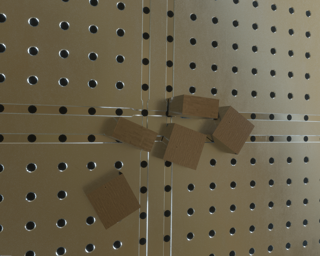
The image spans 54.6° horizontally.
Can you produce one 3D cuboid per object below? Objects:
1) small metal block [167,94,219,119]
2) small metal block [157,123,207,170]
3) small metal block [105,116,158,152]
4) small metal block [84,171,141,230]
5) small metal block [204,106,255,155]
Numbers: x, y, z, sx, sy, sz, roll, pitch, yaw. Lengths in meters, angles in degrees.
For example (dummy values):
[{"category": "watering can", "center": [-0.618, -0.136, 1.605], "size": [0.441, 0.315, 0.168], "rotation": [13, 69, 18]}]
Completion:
[{"category": "small metal block", "center": [0.044, -0.027, 0.415], "size": [0.050, 0.050, 0.025], "rotation": [6, 88, -20]}, {"category": "small metal block", "center": [0.030, 0.025, 0.423], "size": [0.050, 0.025, 0.050], "rotation": [21, 83, -19]}, {"category": "small metal block", "center": [-0.037, 0.008, 0.385], "size": [0.050, 0.050, 0.025], "rotation": [24, 82, -19]}, {"category": "small metal block", "center": [-0.060, 0.090, 0.391], "size": [0.050, 0.025, 0.050], "rotation": [-30, 100, -18]}, {"category": "small metal block", "center": [0.101, 0.003, 0.449], "size": [0.050, 0.025, 0.050], "rotation": [37, 78, -16]}]
